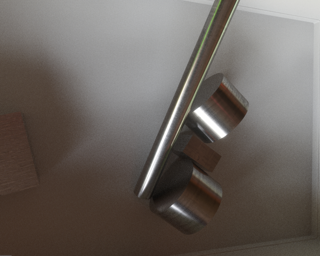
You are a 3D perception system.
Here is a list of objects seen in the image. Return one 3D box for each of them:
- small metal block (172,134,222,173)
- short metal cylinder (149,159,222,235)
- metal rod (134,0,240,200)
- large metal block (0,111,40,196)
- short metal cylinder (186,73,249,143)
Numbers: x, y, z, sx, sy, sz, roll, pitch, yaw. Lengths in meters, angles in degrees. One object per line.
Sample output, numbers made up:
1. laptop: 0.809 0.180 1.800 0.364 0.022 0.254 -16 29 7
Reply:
1. small metal block: 0.045 0.033 0.415 0.050 0.050 0.025 36 79 -17
2. short metal cylinder: 0.032 0.086 0.395 0.050 0.080 0.080 40 77 -16
3. metal rod: 0.033 -0.045 0.363 0.025 0.025 0.298 17 108 -20
4. large metal block: -0.180 0.030 0.331 0.081 0.050 0.080 -14 95 -20
5. short metal cylinder: 0.068 -0.026 0.408 0.050 0.080 0.080 44 76 -15
